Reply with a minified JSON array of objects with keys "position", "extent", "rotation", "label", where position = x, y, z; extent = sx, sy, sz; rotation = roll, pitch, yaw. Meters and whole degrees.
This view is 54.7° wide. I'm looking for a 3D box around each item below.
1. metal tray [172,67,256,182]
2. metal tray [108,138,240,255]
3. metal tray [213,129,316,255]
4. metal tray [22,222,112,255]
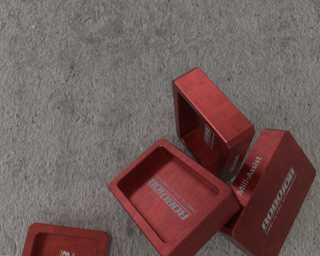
[{"position":[0.054,0.005,0.344],"extent":[0.030,0.130,0.090],"rotation":[-32,65,-11],"label":"metal tray"},{"position":[0.009,0.073,0.338],"extent":[0.090,0.030,0.130],"rotation":[-41,38,-12],"label":"metal tray"},{"position":[0.122,0.077,0.349],"extent":[0.090,0.030,0.130],"rotation":[45,70,-30],"label":"metal tray"},{"position":[-0.110,0.176,0.339],"extent":[0.091,0.030,0.130],"rotation":[7,70,2],"label":"metal tray"}]
